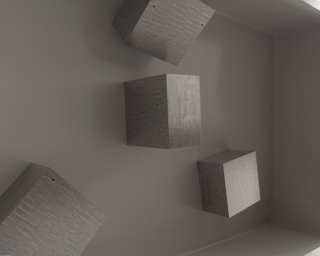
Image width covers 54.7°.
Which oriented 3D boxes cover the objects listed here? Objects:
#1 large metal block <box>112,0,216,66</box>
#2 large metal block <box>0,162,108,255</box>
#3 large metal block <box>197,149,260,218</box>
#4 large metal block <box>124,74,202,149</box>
[{"bbox_3d":[0.003,-0.131,0.366,0.081,0.050,0.080,13,125,-39],"label":"large metal block"},{"bbox_3d":[-0.113,0.091,0.296,0.080,0.050,0.080,50,61,-28],"label":"large metal block"},{"bbox_3d":[0.108,0.082,0.480,0.081,0.050,0.079,-13,99,-39],"label":"large metal block"},{"bbox_3d":[0.002,-0.019,0.372,0.050,0.080,0.079,-5,93,-40],"label":"large metal block"}]
